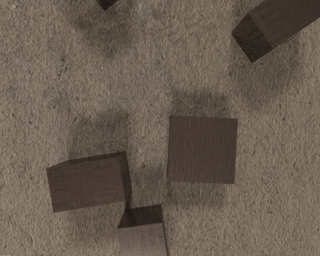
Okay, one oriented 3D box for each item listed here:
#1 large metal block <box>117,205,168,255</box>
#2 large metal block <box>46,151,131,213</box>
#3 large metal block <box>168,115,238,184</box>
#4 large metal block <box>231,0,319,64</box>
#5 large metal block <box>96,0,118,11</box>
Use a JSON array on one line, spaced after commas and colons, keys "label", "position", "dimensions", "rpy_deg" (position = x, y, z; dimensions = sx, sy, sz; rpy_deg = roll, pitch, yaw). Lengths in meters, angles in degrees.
[{"label": "large metal block", "position": [-0.017, 0.147, 0.382], "dimensions": [0.050, 0.080, 0.080], "rpy_deg": [-8, 90, 0]}, {"label": "large metal block", "position": [-0.082, 0.062, 0.381], "dimensions": [0.081, 0.080, 0.050], "rpy_deg": [-9, 90, 0]}, {"label": "large metal block", "position": [0.052, 0.026, 0.398], "dimensions": [0.081, 0.050, 0.079], "rpy_deg": [3, 90, -1]}, {"label": "large metal block", "position": [0.145, -0.131, 0.384], "dimensions": [0.080, 0.080, 0.050], "rpy_deg": [-34, 90, 0]}, {"label": "large metal block", "position": [-0.081, -0.205, 0.381], "dimensions": [0.050, 0.080, 0.080], "rpy_deg": [-39, 91, 0]}]
